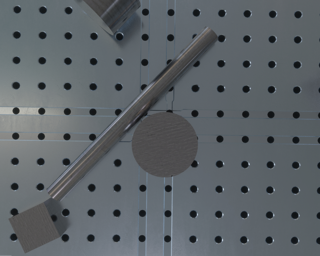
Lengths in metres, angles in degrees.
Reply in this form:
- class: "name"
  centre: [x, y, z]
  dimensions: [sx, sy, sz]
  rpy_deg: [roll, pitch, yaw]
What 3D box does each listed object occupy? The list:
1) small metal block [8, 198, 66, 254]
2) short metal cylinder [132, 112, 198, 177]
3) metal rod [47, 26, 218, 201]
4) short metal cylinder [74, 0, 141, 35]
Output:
- class: "small metal block"
  centre: [-0.162, 0.129, 0.412]
  dimensions: [0.050, 0.025, 0.050]
  rpy_deg: [-25, 90, 0]
- class: "short metal cylinder"
  centre: [0.006, 0.020, 0.401]
  dimensions: [0.081, 0.050, 0.079]
  rpy_deg: [0, 90, 0]
- class: "metal rod"
  centre: [-0.036, -0.019, 0.413]
  dimensions: [0.025, 0.025, 0.300]
  rpy_deg: [44, 90, 0]
- class: "short metal cylinder"
  centre: [-0.071, -0.163, 0.385]
  dimensions: [0.080, 0.080, 0.050]
  rpy_deg: [42, 90, 0]
